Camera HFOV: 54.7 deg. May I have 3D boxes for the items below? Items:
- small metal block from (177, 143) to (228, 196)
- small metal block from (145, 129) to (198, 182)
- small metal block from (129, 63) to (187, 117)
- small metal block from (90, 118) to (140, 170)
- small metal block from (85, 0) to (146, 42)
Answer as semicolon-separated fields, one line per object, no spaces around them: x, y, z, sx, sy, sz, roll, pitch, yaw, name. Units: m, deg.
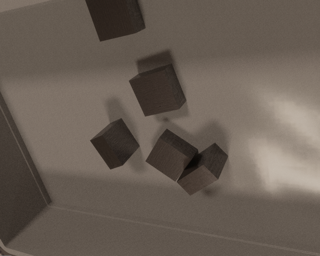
0.055;0.052;0.395;0.025;0.050;0.050;46;129;-4;small metal block
0.015;0.037;0.423;0.050;0.025;0.050;34;129;5;small metal block
-0.002;-0.046;0.380;0.050;0.025;0.050;-11;113;32;small metal block
-0.062;0.022;0.437;0.025;0.050;0.050;-22;107;36;small metal block
-0.051;-0.131;0.353;0.050;0.025;0.050;-3;117;29;small metal block
